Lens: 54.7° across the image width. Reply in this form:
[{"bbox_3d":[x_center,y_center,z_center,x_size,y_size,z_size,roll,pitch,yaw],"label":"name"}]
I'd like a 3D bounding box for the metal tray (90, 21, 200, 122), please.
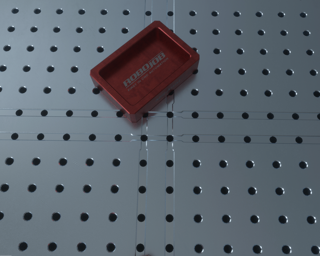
[{"bbox_3d":[-0.020,-0.082,0.438,0.130,0.030,0.090,-42,75,-14],"label":"metal tray"}]
